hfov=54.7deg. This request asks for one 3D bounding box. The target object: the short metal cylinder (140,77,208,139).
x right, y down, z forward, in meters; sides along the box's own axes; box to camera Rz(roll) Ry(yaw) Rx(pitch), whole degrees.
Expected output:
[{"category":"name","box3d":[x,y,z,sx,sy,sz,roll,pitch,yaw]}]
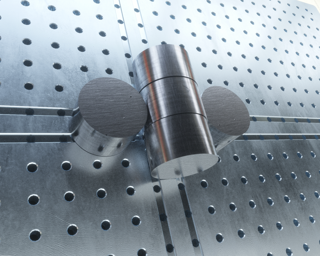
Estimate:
[{"category":"short metal cylinder","box3d":[0.015,-0.021,0.395,0.081,0.080,0.050,2,61,-28]}]

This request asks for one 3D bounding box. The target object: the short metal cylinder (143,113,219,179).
[{"category":"short metal cylinder","box3d":[0.024,0.024,0.372,0.081,0.080,0.050,1,61,-28]}]

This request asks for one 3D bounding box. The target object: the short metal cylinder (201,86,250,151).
[{"category":"short metal cylinder","box3d":[0.081,-0.013,0.445,0.081,0.050,0.080,14,56,-21]}]

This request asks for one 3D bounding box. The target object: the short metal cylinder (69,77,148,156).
[{"category":"short metal cylinder","box3d":[-0.062,-0.013,0.367,0.081,0.050,0.080,14,56,-21]}]

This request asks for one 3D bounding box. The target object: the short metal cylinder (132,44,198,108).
[{"category":"short metal cylinder","box3d":[0.006,-0.066,0.417,0.081,0.080,0.050,3,61,-27]}]
